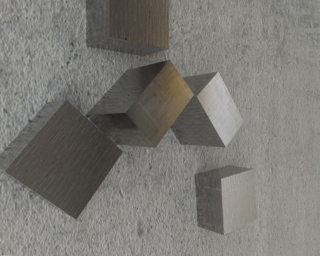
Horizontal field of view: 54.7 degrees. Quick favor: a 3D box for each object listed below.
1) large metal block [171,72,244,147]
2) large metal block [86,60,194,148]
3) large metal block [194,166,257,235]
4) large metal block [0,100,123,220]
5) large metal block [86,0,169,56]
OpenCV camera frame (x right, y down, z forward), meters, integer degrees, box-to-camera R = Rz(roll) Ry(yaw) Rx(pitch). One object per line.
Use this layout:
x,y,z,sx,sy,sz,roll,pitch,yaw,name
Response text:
0.051,-0.022,0.411,0.050,0.080,0.080,-49,119,-29,large metal block
-0.023,-0.026,0.349,0.050,0.080,0.080,52,60,-28,large metal block
0.101,0.106,0.473,0.081,0.050,0.079,-7,95,-40,large metal block
-0.098,0.030,0.306,0.080,0.050,0.080,48,62,-30,large metal block
-0.036,-0.132,0.357,0.081,0.050,0.079,-1,91,-40,large metal block
